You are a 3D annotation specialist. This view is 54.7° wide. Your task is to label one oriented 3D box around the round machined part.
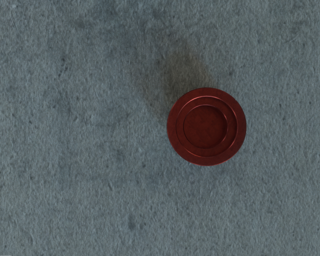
[{"bbox_3d":[0.058,-0.002,0.402,0.099,0.042,0.097,0,90,-1],"label":"round machined part"}]
